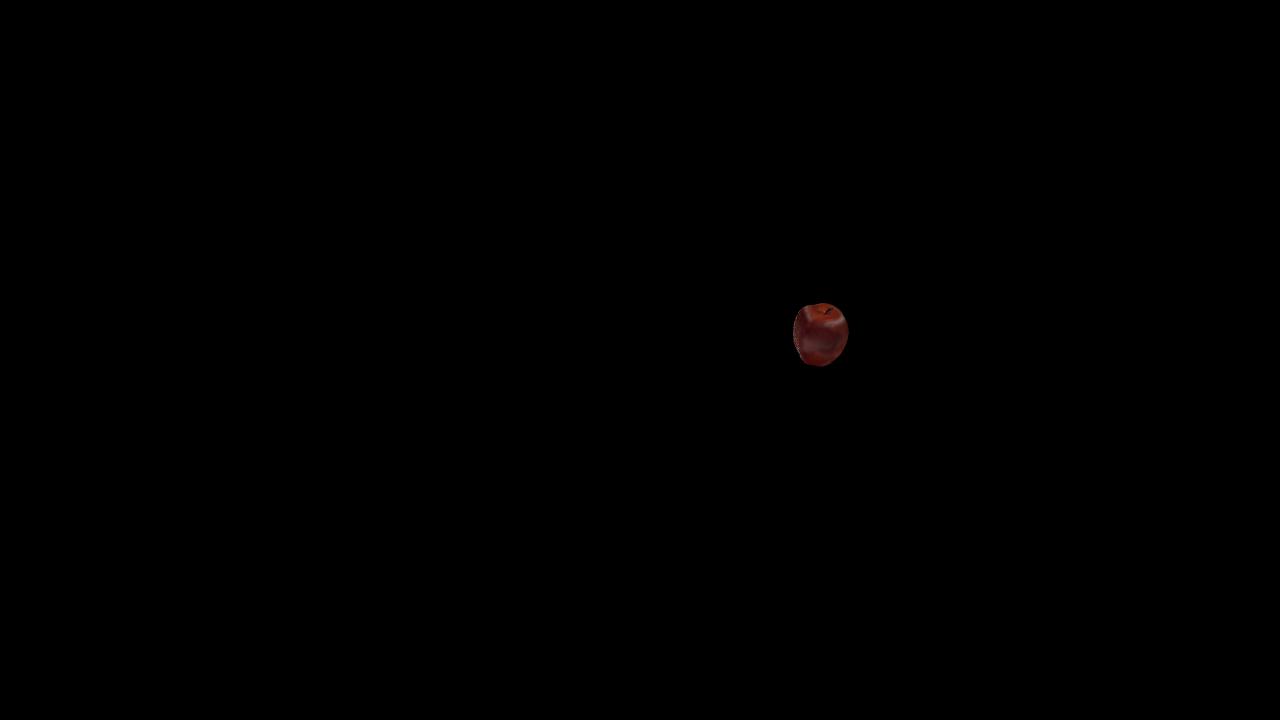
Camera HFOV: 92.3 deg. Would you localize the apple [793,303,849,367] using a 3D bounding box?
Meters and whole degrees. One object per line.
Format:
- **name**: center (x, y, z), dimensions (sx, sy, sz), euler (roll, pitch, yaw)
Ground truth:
- **apple**: center (0.254, -0.036, 0.864), dimensions (0.079, 0.093, 0.079), euler (2, 38, -1)
